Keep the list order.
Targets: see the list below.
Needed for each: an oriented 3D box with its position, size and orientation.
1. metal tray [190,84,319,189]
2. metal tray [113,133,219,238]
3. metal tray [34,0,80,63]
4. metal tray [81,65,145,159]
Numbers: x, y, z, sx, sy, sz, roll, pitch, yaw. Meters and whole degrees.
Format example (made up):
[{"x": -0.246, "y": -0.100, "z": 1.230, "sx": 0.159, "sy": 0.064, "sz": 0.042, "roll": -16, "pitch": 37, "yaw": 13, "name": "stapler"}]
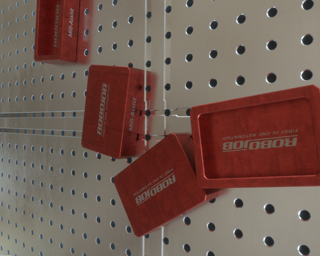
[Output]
[{"x": 0.098, "y": 0.013, "z": 0.315, "sx": 0.130, "sy": 0.030, "sz": 0.089, "roll": -9, "pitch": 84, "yaw": 33, "name": "metal tray"}, {"x": 0.002, "y": 0.075, "z": 0.403, "sx": 0.130, "sy": 0.030, "sz": 0.090, "roll": -39, "pitch": 66, "yaw": 32, "name": "metal tray"}, {"x": -0.186, "y": -0.184, "z": 0.556, "sx": 0.090, "sy": 0.030, "sz": 0.129, "roll": 7, "pitch": 95, "yaw": 39, "name": "metal tray"}, {"x": -0.073, "y": -0.026, "z": 0.464, "sx": 0.090, "sy": 0.030, "sz": 0.129, "roll": 12, "pitch": 98, "yaw": 39, "name": "metal tray"}]
